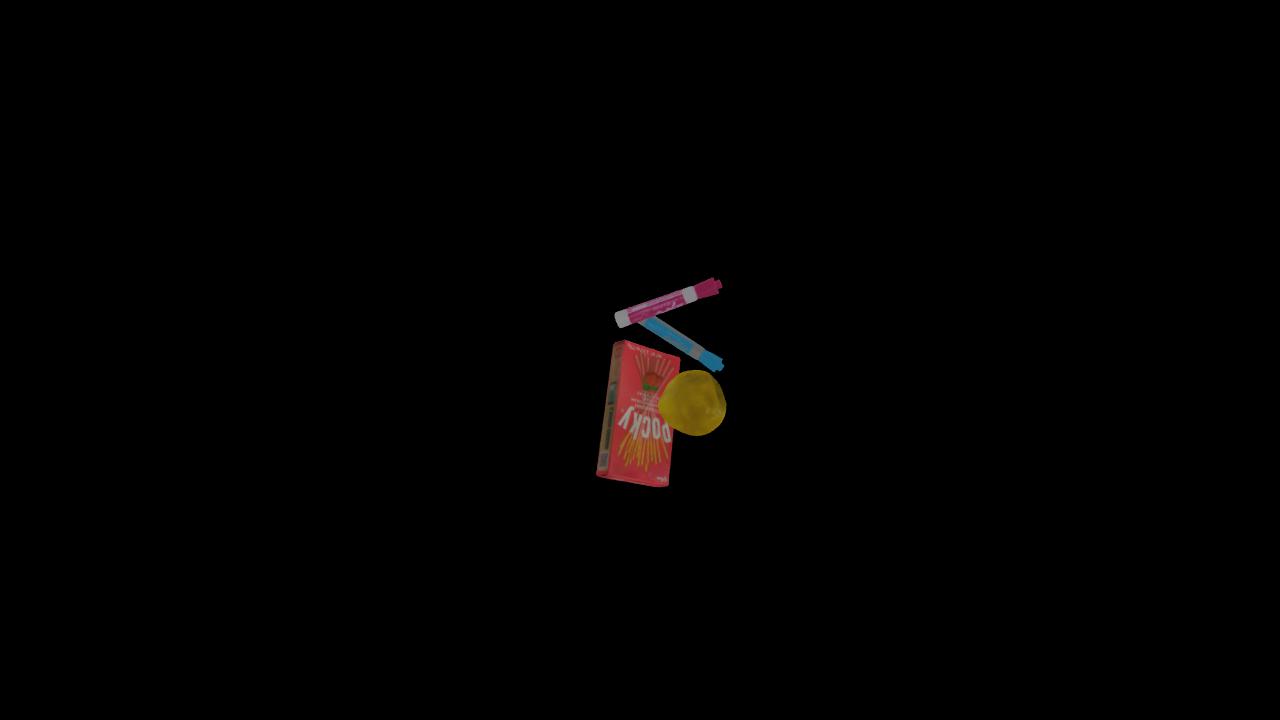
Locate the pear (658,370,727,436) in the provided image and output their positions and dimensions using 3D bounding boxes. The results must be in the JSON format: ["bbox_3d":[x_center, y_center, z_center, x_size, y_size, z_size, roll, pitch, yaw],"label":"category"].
[{"bbox_3d":[0.042,0.058,0.716,0.111,0.080,0.080,-22,-8,19],"label":"pear"}]

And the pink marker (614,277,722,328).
[{"bbox_3d":[0.031,-0.063,0.669,0.121,0.020,0.020,-19,-4,12],"label":"pink marker"}]

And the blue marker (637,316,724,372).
[{"bbox_3d":[0.047,-0.023,0.727,0.121,0.020,0.020,34,10,16],"label":"blue marker"}]

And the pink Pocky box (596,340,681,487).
[{"bbox_3d":[0.001,0.061,0.697,0.084,0.155,0.029,18,-19,-32],"label":"pink Pocky box"}]
